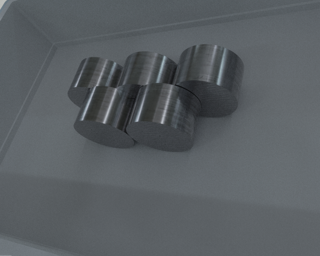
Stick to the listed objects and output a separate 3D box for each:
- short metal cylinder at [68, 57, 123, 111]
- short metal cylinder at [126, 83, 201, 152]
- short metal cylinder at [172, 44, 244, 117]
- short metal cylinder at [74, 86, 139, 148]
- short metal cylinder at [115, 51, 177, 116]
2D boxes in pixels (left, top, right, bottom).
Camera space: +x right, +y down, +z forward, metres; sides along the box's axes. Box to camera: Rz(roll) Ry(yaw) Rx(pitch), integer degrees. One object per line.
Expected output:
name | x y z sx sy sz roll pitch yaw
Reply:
short metal cylinder | -0.085 -0.057 0.449 0.080 0.080 0.050 1 62 28
short metal cylinder | 0.005 -0.010 0.372 0.080 0.080 0.050 1 62 28
short metal cylinder | 0.056 -0.054 0.372 0.080 0.080 0.050 2 63 29
short metal cylinder | -0.066 -0.012 0.411 0.080 0.080 0.050 1 62 28
short metal cylinder | -0.014 -0.055 0.410 0.080 0.080 0.050 1 62 28
